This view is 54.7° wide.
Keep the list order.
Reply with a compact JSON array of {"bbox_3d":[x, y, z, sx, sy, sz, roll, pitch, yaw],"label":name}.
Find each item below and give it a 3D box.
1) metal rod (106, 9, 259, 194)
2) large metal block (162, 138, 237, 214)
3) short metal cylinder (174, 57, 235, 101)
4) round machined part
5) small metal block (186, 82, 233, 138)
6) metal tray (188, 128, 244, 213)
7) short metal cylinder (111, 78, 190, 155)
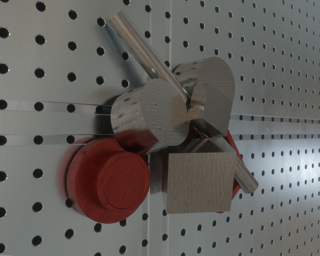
[{"bbox_3d":[0.040,-0.022,0.406,0.300,0.025,0.025,49,60,-18],"label":"metal rod"},{"bbox_3d":[0.046,0.059,0.393,0.081,0.050,0.079,-1,107,-7],"label":"large metal block"},{"bbox_3d":[0.062,-0.057,0.441,0.081,0.050,0.079,0,90,-40],"label":"short metal cylinder"},{"bbox_3d":[-0.050,0.059,0.351,0.099,0.042,0.097,0,90,-40],"label":"round machined part"},{"bbox_3d":[0.063,-0.021,0.389,0.050,0.025,0.050,33,62,-35],"label":"small metal block"},{"bbox_3d":[0.080,0.052,0.468,0.090,0.030,0.130,-44,117,-31],"label":"metal tray"},{"bbox_3d":[-0.010,-0.012,0.365,0.080,0.050,0.080,22,58,-41],"label":"short metal cylinder"}]
